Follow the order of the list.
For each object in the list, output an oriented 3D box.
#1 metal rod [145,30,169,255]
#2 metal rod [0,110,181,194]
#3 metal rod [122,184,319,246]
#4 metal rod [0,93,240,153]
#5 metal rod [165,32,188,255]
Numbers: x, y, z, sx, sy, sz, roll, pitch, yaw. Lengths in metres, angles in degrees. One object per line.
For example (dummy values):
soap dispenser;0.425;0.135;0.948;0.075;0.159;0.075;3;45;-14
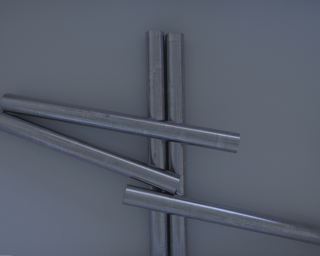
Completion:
metal rod;-0.004;0.024;0.408;0.025;0.025;0.298;-1;90;-1
metal rod;-0.120;0.021;0.396;0.301;0.025;0.025;19;90;5
metal rod;0.103;0.116;0.394;0.302;0.025;0.025;13;90;-6
metal rod;-0.054;-0.008;0.390;0.302;0.025;0.025;10;90;6
metal rod;0.022;0.026;0.409;0.025;0.025;0.298;-1;90;-1
